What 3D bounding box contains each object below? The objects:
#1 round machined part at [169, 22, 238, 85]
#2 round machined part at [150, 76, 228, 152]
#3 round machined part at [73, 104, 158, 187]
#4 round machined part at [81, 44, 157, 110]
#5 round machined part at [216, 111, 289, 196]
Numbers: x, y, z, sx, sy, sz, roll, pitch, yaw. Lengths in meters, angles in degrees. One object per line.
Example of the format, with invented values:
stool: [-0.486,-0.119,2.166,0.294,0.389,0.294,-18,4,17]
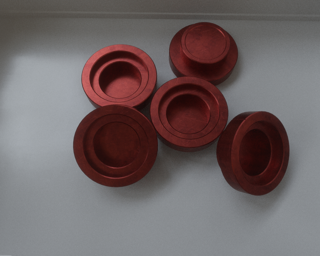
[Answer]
round machined part: [0.062,-0.110,0.441,0.099,0.042,0.098,0,70,0]
round machined part: [0.036,-0.015,0.406,0.099,0.042,0.098,0,70,0]
round machined part: [-0.052,0.019,0.380,0.099,0.042,0.097,0,95,-1]
round machined part: [-0.053,-0.061,0.422,0.099,0.042,0.098,0,70,0]
round machined part: [0.107,0.029,0.374,0.099,0.042,0.097,-1,92,-32]
